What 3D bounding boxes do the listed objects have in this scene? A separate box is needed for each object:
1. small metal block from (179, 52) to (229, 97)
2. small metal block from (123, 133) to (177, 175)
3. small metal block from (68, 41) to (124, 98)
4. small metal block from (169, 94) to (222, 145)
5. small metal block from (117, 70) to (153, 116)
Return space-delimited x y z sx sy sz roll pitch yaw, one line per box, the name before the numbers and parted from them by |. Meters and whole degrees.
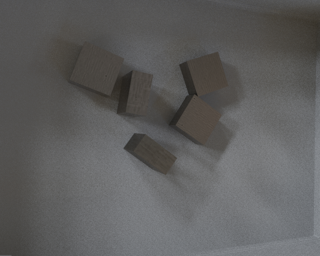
small metal block | 0.061 -0.074 0.433 0.050 0.025 0.050 -21 97 -19
small metal block | -0.013 0.032 0.392 0.050 0.050 0.025 38 78 -16
small metal block | -0.079 -0.071 0.381 0.050 0.025 0.050 21 83 -19
small metal block | 0.049 -0.011 0.428 0.050 0.025 0.050 35 79 -17
small metal block | -0.032 -0.041 0.385 0.025 0.050 0.050 10 87 -20
